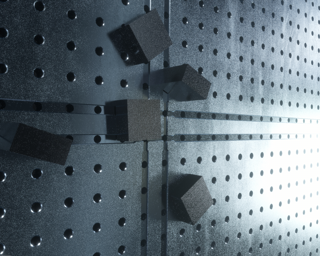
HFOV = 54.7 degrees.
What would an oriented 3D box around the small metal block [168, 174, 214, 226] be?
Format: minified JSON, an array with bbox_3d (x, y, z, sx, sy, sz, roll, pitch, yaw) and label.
[{"bbox_3d":[0.046,0.103,0.451,0.050,0.025,0.050,-38,114,-34],"label":"small metal block"}]

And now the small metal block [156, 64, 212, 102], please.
[{"bbox_3d":[0.032,-0.060,0.422,0.050,0.050,0.025,31,71,-36],"label":"small metal block"}]

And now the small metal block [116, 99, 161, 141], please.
[{"bbox_3d":[-0.026,-0.010,0.389,0.050,0.025,0.050,-4,93,-40],"label":"small metal block"}]

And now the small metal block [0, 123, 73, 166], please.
[{"bbox_3d":[-0.120,0.015,0.293,0.050,0.050,0.025,24,75,-38],"label":"small metal block"}]

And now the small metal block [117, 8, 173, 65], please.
[{"bbox_3d":[-0.018,-0.117,0.396,0.050,0.025,0.050,-44,117,-31],"label":"small metal block"}]
